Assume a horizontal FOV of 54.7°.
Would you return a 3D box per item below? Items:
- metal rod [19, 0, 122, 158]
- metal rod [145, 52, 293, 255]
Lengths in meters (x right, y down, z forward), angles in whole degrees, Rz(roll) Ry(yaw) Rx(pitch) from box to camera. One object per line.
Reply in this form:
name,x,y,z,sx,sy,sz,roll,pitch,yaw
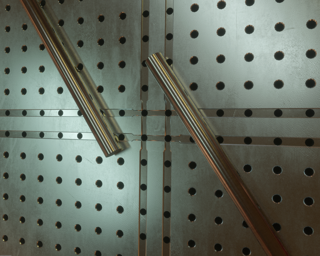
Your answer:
metal rod,-0.140,-0.091,0.460,0.025,0.025,0.299,-34,79,16
metal rod,0.068,0.032,0.388,0.025,0.025,0.299,-35,79,16
